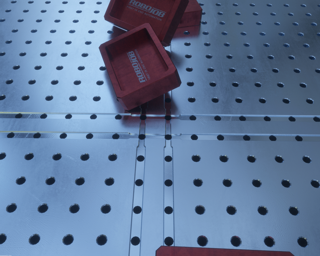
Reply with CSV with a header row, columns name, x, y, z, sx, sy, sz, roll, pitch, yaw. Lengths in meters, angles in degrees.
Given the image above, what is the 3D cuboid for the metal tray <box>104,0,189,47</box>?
name,x,y,z,sx,sy,sz,roll,pitch,yaw
metal tray,-0.026,-0.208,0.543,0.130,0.030,0.090,29,100,21

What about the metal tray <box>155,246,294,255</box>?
name,x,y,z,sx,sy,sz,roll,pitch,yaw
metal tray,0.059,0.157,0.273,0.131,0.030,0.090,2,50,1

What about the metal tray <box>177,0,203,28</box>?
name,x,y,z,sx,sy,sz,roll,pitch,yaw
metal tray,0.020,-0.246,0.612,0.091,0.030,0.130,-11,51,-10

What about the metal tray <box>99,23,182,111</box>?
name,x,y,z,sx,sy,sz,roll,pitch,yaw
metal tray,-0.034,-0.096,0.468,0.090,0.030,0.130,-25,53,1
